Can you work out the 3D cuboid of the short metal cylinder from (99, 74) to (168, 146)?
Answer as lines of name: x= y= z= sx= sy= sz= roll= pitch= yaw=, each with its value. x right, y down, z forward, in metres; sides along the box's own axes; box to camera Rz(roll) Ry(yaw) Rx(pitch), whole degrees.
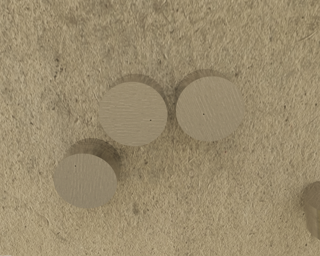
short metal cylinder: x=-0.031 y=-0.024 z=0.387 sx=0.081 sy=0.050 sz=0.079 roll=0 pitch=110 yaw=0

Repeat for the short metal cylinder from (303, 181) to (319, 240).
short metal cylinder: x=0.242 y=0.113 z=0.424 sx=0.080 sy=0.080 sz=0.050 roll=-12 pitch=110 yaw=4

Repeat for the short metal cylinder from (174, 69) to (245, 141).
short metal cylinder: x=0.059 y=-0.030 z=0.386 sx=0.081 sy=0.050 sz=0.079 roll=0 pitch=110 yaw=0

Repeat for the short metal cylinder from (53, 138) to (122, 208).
short metal cylinder: x=-0.095 y=0.060 z=0.418 sx=0.081 sy=0.050 sz=0.079 roll=0 pitch=110 yaw=0
